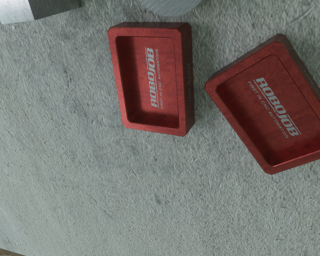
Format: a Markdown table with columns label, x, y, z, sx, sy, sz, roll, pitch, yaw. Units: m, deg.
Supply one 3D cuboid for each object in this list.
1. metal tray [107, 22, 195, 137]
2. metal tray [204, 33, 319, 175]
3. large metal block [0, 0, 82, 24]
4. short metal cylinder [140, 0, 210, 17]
| label | x | y | z | sx | sy | sz | roll | pitch | yaw |
| --- | --- | --- | --- | --- | --- | --- | --- | --- | --- |
| metal tray | -0.008 | -0.057 | 0.371 | 0.090 | 0.030 | 0.129 | 8 | 122 | 23 |
| metal tray | 0.121 | -0.020 | 0.327 | 0.090 | 0.030 | 0.130 | -30 | 102 | 37 |
| large metal block | -0.141 | -0.166 | 0.343 | 0.050 | 0.080 | 0.079 | 4 | 120 | 26 |
| short metal cylinder | 0.017 | -0.150 | 0.289 | 0.080 | 0.050 | 0.079 | 13 | 124 | 21 |
